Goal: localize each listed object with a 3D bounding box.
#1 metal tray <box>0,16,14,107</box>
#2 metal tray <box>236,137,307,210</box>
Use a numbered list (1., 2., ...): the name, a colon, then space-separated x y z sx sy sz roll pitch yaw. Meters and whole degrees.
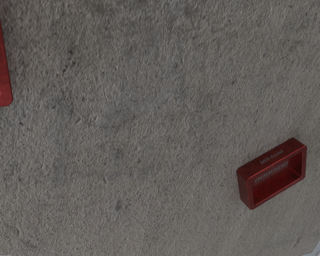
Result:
1. metal tray: -0.180 -0.078 0.256 0.091 0.030 0.129 -9 122 -24
2. metal tray: 0.206 0.084 0.568 0.131 0.030 0.090 -27 128 -12
